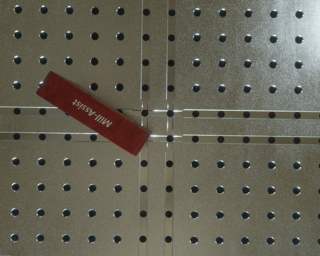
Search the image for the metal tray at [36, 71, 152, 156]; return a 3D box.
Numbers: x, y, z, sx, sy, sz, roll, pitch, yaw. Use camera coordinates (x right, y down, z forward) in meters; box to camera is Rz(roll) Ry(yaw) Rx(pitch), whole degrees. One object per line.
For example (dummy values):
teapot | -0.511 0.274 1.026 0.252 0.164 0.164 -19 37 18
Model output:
metal tray | -0.073 -0.016 0.380 0.130 0.090 0.030 33 90 0
